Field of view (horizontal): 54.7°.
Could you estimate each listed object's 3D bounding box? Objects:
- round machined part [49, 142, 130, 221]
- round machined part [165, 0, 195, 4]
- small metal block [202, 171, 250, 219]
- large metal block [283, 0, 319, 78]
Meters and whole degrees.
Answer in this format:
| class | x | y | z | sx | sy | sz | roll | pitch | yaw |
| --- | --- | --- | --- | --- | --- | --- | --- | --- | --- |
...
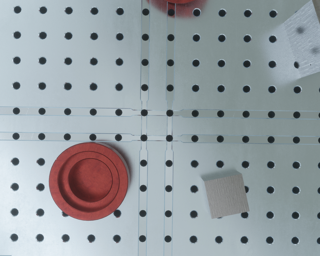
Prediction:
| class | x | y | z | sx | sy | sz | roll | pitch | yaw |
| --- | --- | --- | --- | --- | --- | --- | --- | --- | --- |
| round machined part | -0.089 | 0.066 | 0.404 | 0.099 | 0.042 | 0.097 | 0 | 90 | 0 |
| round machined part | 0.028 | -0.212 | 0.389 | 0.098 | 0.042 | 0.097 | 8 | 125 | 12 |
| small metal block | 0.087 | 0.089 | 0.414 | 0.050 | 0.025 | 0.050 | -12 | 90 | 0 |
| large metal block | 0.206 | -0.114 | 0.387 | 0.050 | 0.080 | 0.080 | -18 | 90 | 0 |
